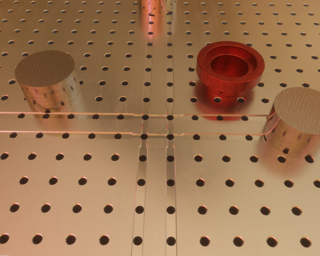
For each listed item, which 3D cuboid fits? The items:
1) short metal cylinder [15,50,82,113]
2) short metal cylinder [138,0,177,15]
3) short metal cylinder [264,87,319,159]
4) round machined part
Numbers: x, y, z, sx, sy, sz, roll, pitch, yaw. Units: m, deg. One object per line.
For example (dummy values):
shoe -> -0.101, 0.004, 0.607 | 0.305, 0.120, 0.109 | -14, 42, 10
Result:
short metal cylinder -> -0.159, -0.068, 0.447 | 0.080, 0.050, 0.080 | 0, 50, 0
short metal cylinder -> -0.005, -0.270, 0.618 | 0.080, 0.050, 0.080 | 0, 50, 0
short metal cylinder -> 0.181, -0.007, 0.399 | 0.080, 0.050, 0.080 | 0, 50, 0
round machined part -> 0.104, -0.086, 0.469 | 0.099, 0.042, 0.098 | 0, 50, 0
